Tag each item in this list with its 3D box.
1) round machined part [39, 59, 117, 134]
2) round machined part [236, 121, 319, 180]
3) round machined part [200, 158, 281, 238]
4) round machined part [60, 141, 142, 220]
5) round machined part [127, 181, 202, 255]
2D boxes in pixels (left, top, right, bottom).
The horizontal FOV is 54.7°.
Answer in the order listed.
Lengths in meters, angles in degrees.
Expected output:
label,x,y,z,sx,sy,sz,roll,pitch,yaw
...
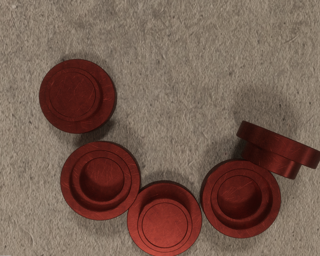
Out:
label,x,y,z,sx,sy,sz,roll,pitch,yaw
round machined part,-0.107,-0.041,0.400,0.099,0.042,0.097,0,90,-1
round machined part,0.138,0.029,0.376,0.098,0.098,0.042,23,96,-1
round machined part,0.101,0.088,0.403,0.099,0.042,0.097,0,90,-1
round machined part,-0.073,0.065,0.401,0.099,0.042,0.097,0,90,-1
round machined part,0.006,0.120,0.402,0.099,0.042,0.097,0,90,-1
